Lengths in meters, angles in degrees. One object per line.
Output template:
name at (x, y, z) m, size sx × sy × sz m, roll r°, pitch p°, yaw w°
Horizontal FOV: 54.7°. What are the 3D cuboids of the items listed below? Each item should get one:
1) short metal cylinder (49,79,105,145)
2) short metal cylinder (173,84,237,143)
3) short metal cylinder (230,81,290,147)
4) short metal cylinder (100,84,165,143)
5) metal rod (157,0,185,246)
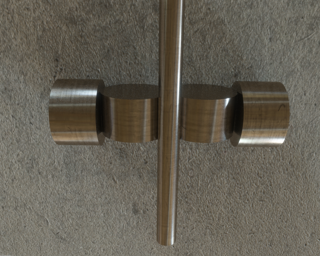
short metal cylinder at (-0.095, -0.019, 0.374) m, size 0.050 × 0.080 × 0.079 m, roll 1°, pitch 110°, yaw -1°
short metal cylinder at (0.050, -0.020, 0.374) m, size 0.081 × 0.080 × 0.050 m, roll 1°, pitch 110°, yaw -1°
short metal cylinder at (0.116, -0.017, 0.377) m, size 0.050 × 0.080 × 0.079 m, roll 1°, pitch 110°, yaw -1°
short metal cylinder at (-0.030, -0.021, 0.374) m, size 0.081 × 0.080 × 0.050 m, roll 1°, pitch 110°, yaw -1°
metal rod at (0.010, 0.003, 0.347) m, size 0.025 × 0.025 × 0.298 m, roll 1°, pitch 110°, yaw -1°
